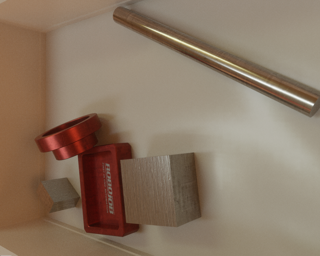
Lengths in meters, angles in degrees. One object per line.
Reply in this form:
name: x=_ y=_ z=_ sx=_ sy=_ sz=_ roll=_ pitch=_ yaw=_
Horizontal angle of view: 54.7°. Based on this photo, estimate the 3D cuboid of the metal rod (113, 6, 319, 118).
metal rod: x=0.043 y=-0.093 z=0.369 sx=0.300 sy=0.025 sz=0.025 roll=35 pitch=112 yaw=34

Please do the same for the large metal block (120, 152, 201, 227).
large metal block: x=0.000 y=0.075 z=0.389 sx=0.080 sy=0.050 sz=0.080 roll=-10 pitch=84 yaw=39

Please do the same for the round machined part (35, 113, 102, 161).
round machined part: x=-0.134 y=0.016 z=0.473 sx=0.098 sy=0.099 sz=0.042 roll=-11 pitch=107 yaw=39

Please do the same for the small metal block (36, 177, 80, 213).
small metal block: x=-0.175 y=0.114 z=0.531 sx=0.050 sy=0.050 sz=0.025 roll=44 pitch=116 yaw=31

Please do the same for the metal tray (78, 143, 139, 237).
metal tray: x=-0.080 y=0.091 z=0.466 sx=0.090 sy=0.030 sz=0.129 roll=-11 pitch=83 yaw=39
